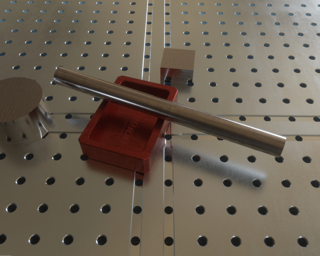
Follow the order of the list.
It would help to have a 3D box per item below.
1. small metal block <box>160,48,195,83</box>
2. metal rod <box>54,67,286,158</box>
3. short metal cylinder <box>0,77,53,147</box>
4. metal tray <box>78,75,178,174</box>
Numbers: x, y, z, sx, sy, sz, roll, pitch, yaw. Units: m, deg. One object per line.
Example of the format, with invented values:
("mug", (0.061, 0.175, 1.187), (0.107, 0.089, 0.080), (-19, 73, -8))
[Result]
("small metal block", (0.029, -0.100, 0.492), (0.050, 0.025, 0.050), (6, 50, 4))
("metal rod", (0.001, -0.025, 0.388), (0.301, 0.025, 0.025), (19, 52, 14))
("short metal cylinder", (-0.189, -0.022, 0.407), (0.081, 0.050, 0.080), (0, 50, 0))
("metal tray", (-0.037, -0.010, 0.412), (0.090, 0.030, 0.130), (14, 51, 11))
